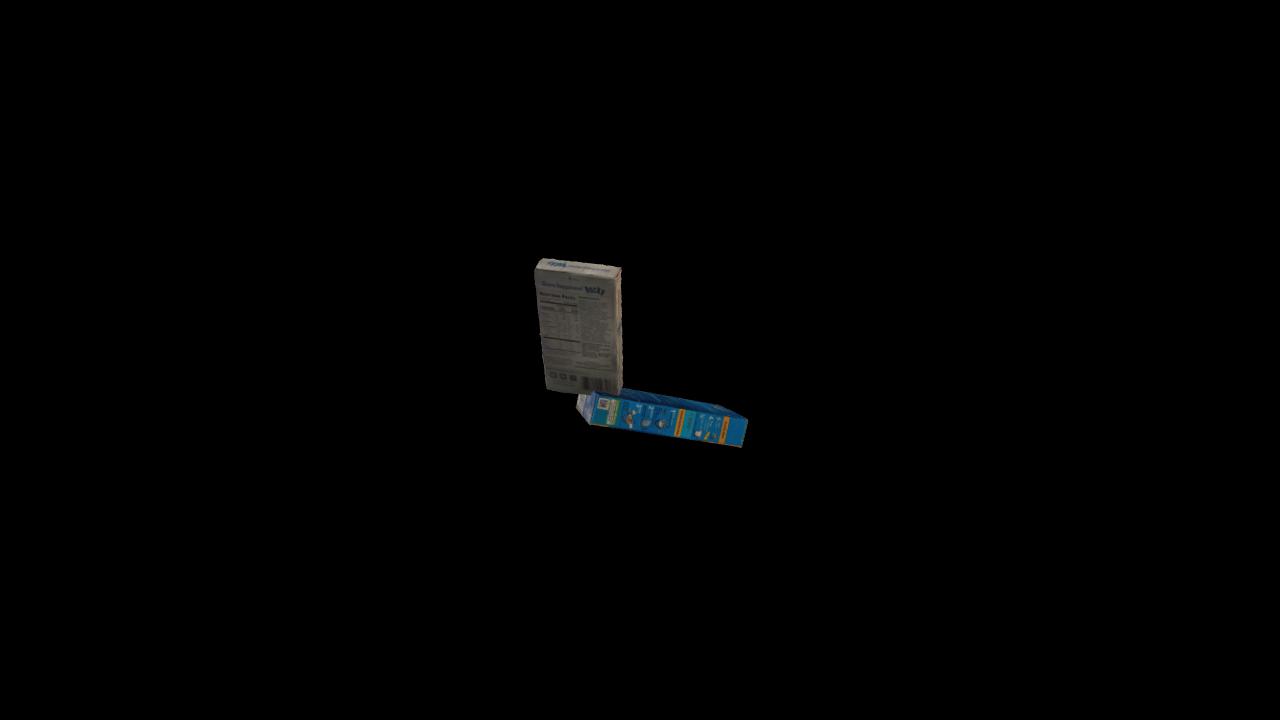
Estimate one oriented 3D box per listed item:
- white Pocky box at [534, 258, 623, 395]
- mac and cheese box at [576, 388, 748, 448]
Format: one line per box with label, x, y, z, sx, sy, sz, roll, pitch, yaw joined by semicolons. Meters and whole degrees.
white Pocky box;-0.061;-0.028;0.636;0.084;0.154;0.028;8;38;9
mac and cheese box;0.023;0.063;0.722;0.184;0.041;0.093;11;3;-17
